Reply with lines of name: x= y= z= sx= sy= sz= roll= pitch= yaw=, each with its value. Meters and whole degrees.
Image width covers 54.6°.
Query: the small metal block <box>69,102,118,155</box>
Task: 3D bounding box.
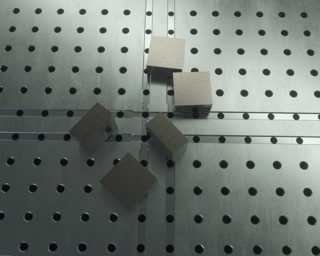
small metal block: x=-0.083 y=0.002 z=0.397 sx=0.025 sy=0.050 sz=0.050 roll=38 pitch=74 yaw=12

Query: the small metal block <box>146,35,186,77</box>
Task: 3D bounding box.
small metal block: x=0.009 y=-0.103 z=0.450 sx=0.050 sy=0.025 sz=0.050 roll=7 pitch=70 yaw=2

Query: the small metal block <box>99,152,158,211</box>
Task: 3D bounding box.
small metal block: x=-0.038 y=0.067 z=0.387 sx=0.050 sy=0.025 sz=0.050 roll=41 pitch=75 yaw=13

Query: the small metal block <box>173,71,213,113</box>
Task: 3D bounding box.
small metal block: x=0.044 y=-0.050 z=0.430 sx=0.050 sy=0.025 sz=0.050 roll=-2 pitch=70 yaw=-1

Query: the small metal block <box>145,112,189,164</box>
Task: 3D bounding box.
small metal block: x=0.009 y=0.014 z=0.394 sx=0.025 sy=0.050 sz=0.050 roll=-40 pitch=75 yaw=-13
